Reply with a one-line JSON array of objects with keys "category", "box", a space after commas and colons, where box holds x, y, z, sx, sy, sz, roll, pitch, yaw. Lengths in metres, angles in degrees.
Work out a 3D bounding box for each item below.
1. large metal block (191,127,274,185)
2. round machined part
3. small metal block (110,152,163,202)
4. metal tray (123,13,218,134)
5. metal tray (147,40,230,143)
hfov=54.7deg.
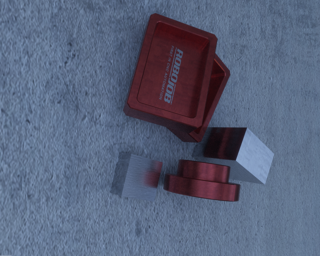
[{"category": "large metal block", "box": [0.109, 0.040, 0.463, 0.080, 0.080, 0.050, 37, 67, -34]}, {"category": "round machined part", "box": [0.056, 0.066, 0.407, 0.099, 0.098, 0.042, 14, 81, -40]}, {"category": "small metal block", "box": [-0.028, 0.061, 0.383, 0.050, 0.025, 0.050, 21, 77, -38]}, {"category": "metal tray", "box": [0.015, -0.067, 0.381, 0.091, 0.030, 0.130, 16, 71, -11]}, {"category": "metal tray", "box": [0.045, -0.055, 0.440, 0.090, 0.030, 0.130, 40, 65, -33]}]
